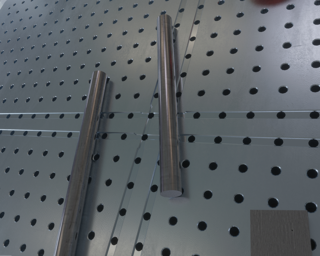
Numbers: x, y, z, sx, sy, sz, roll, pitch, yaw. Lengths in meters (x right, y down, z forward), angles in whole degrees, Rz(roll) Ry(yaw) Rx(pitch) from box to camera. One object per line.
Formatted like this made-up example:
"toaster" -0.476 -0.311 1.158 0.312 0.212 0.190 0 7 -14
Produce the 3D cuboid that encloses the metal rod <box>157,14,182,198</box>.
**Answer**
"metal rod" 0.010 -0.051 0.434 0.025 0.025 0.299 -14 56 20

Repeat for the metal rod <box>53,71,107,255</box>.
"metal rod" -0.108 0.042 0.439 0.025 0.025 0.299 -10 57 23

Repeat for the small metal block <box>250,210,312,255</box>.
"small metal block" 0.112 0.104 0.286 0.050 0.025 0.050 -6 59 25
